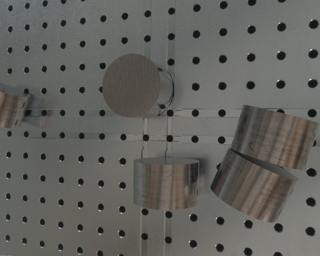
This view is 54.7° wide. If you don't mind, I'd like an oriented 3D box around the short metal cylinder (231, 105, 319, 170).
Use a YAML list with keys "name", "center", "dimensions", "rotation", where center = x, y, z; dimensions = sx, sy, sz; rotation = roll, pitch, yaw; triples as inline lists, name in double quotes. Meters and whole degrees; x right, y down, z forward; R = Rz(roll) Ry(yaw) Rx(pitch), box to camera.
- name: "short metal cylinder"
  center: [0.124, 0.009, 0.339]
  dimensions: [0.080, 0.080, 0.050]
  rotation: [17, 96, 19]

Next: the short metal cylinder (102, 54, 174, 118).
- name: "short metal cylinder"
  center: [-0.028, -0.053, 0.409]
  dimensions: [0.080, 0.050, 0.080]
  rotation: [0, 90, 20]

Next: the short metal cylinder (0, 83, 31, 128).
- name: "short metal cylinder"
  center: [-0.246, -0.038, 0.470]
  dimensions: [0.080, 0.080, 0.050]
  rotation: [23, 98, 18]

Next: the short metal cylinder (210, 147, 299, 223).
- name: "short metal cylinder"
  center: [0.104, 0.061, 0.347]
  dimensions: [0.080, 0.080, 0.050]
  rotation: [26, 99, 18]

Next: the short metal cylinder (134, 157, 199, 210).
- name: "short metal cylinder"
  center: [0.008, 0.065, 0.381]
  dimensions: [0.080, 0.080, 0.050]
  rotation: [1, 90, 20]
